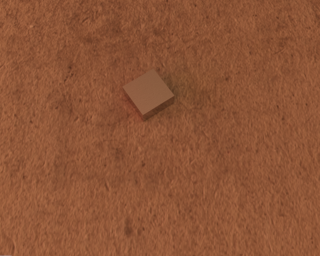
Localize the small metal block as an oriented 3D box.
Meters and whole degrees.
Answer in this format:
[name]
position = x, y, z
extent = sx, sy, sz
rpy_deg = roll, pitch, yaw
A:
[small metal block]
position = -0.016, -0.045, 0.424
extent = 0.050, 0.025, 0.050
rpy_deg = -33, 74, -12
